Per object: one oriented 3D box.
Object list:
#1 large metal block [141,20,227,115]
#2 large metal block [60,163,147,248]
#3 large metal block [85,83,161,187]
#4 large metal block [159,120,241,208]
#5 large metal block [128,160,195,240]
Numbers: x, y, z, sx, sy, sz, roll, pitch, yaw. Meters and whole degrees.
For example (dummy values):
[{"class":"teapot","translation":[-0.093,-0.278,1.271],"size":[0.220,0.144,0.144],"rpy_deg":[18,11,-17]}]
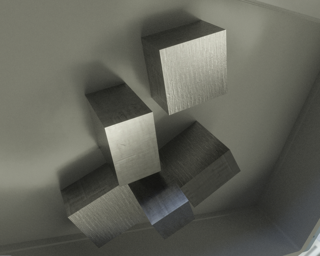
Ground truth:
[{"class":"large metal block","translation":[0.030,-0.073,0.366],"size":[0.081,0.050,0.079],"rpy_deg":[-21,127,-16]},{"class":"large metal block","translation":[-0.072,0.101,0.417],"size":[0.080,0.050,0.080],"rpy_deg":[-32,129,-8]},{"class":"large metal block","translation":[-0.043,0.005,0.354],"size":[0.050,0.080,0.079],"rpy_deg":[-20,126,-17]},{"class":"large metal block","translation":[0.050,0.048,0.432],"size":[0.080,0.080,0.050],"rpy_deg":[-37,130,-4]},{"class":"large metal block","translation":[-0.001,0.091,0.409],"size":[0.050,0.080,0.080],"rpy_deg":[-32,148,-8]}]
